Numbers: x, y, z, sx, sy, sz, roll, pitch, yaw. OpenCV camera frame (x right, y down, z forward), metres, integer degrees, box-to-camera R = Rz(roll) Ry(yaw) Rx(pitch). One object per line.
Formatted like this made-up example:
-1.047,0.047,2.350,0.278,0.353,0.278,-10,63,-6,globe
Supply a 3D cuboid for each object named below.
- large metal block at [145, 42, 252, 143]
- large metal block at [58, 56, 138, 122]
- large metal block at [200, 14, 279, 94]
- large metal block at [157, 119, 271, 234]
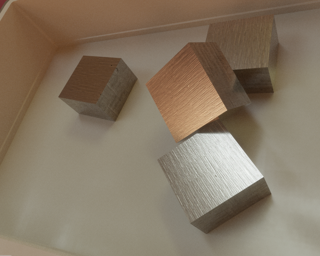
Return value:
0.041,-0.040,0.352,0.080,0.050,0.080,-37,76,43,large metal block
-0.094,-0.062,0.478,0.080,0.050,0.080,12,68,33,large metal block
0.102,-0.090,0.392,0.080,0.050,0.080,1,62,28,large metal block
0.056,0.051,0.329,0.080,0.050,0.080,-34,51,6,large metal block
